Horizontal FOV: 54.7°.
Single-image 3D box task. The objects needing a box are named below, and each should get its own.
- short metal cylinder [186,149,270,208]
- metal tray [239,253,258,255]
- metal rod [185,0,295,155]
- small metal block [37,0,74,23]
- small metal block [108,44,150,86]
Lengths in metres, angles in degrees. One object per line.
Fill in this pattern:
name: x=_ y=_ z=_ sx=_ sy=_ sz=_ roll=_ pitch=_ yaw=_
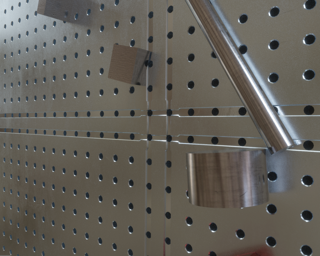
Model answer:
short metal cylinder: x=0.068 y=0.048 z=0.317 sx=0.080 sy=0.081 sz=0.050 roll=-6 pitch=87 yaw=40
metal tray: x=0.067 y=0.202 z=0.351 sx=0.130 sy=0.030 sz=0.090 roll=-31 pitch=71 yaw=35
metal rod: x=0.065 y=-0.108 z=0.355 sx=0.025 sy=0.025 sz=0.299 roll=-37 pitch=67 yaw=34
small metal block: x=-0.183 y=-0.219 z=0.544 sx=0.025 sy=0.050 sz=0.050 roll=26 pitch=106 yaw=37
small metal block: x=-0.045 y=-0.091 z=0.447 sx=0.050 sy=0.025 sz=0.050 roll=20 pitch=103 yaw=38
